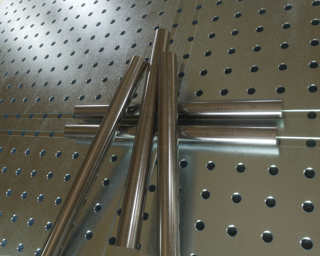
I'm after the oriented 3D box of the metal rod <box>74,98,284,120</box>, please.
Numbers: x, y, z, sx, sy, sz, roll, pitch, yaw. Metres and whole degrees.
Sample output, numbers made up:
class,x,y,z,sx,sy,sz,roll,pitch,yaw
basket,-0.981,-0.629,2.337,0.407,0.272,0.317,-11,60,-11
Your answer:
class,x,y,z,sx,sy,sz,roll,pitch,yaw
metal rod,0.005,-0.023,0.419,0.300,0.025,0.025,1,62,28

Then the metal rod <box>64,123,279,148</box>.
class,x,y,z,sx,sy,sz,roll,pitch,yaw
metal rod,-0.005,0.007,0.406,0.300,0.025,0.025,1,62,28

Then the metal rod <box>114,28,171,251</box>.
class,x,y,z,sx,sy,sz,roll,pitch,yaw
metal rod,-0.015,-0.007,0.388,0.025,0.025,0.299,-6,59,25

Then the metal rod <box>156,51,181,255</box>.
class,x,y,z,sx,sy,sz,roll,pitch,yaw
metal rod,0.009,0.043,0.352,0.025,0.025,0.299,-10,64,22

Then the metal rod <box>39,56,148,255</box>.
class,x,y,z,sx,sy,sz,roll,pitch,yaw
metal rod,-0.085,0.041,0.402,0.025,0.025,0.299,15,76,34
